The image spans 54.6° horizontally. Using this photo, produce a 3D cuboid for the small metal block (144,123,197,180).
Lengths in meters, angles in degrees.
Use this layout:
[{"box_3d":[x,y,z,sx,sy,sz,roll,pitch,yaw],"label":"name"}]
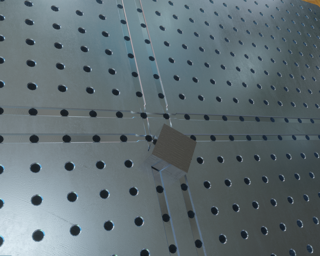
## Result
[{"box_3d":[0.014,0.030,0.397,0.050,0.025,0.050,29,52,-10],"label":"small metal block"}]
